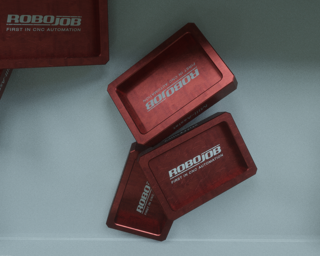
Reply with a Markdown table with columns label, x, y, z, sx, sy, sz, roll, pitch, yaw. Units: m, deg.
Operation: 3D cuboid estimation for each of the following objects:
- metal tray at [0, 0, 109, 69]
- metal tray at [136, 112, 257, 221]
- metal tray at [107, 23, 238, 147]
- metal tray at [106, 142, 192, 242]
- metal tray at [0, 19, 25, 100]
| label | x | y | z | sx | sy | sz | roll | pitch | yaw |
| --- | --- | --- | --- | --- | --- | --- | --- | --- | --- |
| metal tray | -0.123 | -0.113 | 0.336 | 0.131 | 0.030 | 0.089 | -9 | 113 | -26 |
| metal tray | 0.047 | 0.046 | 0.396 | 0.131 | 0.030 | 0.090 | -27 | 96 | -8 |
| metal tray | 0.012 | -0.049 | 0.365 | 0.130 | 0.030 | 0.090 | -36 | 71 | 12 |
| metal tray | -0.015 | 0.093 | 0.442 | 0.091 | 0.030 | 0.129 | 17 | 109 | -7 |
| metal tray | -0.222 | -0.069 | 0.350 | 0.091 | 0.030 | 0.130 | 20 | 81 | -9 |
